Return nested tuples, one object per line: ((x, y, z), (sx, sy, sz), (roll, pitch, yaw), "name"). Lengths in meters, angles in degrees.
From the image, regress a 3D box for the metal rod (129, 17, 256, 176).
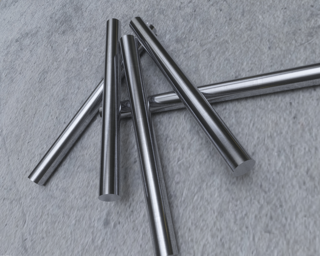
((0.023, -0.062, 0.395), (0.025, 0.025, 0.300), (-34, 51, 5), "metal rod")

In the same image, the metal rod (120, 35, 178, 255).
((-0.020, 0.002, 0.387), (0.025, 0.025, 0.299), (-20, 62, 16), "metal rod")

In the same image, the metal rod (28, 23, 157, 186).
((-0.098, -0.044, 0.480), (0.025, 0.025, 0.300), (25, 75, 36), "metal rod")

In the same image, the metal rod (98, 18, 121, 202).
((-0.067, -0.046, 0.432), (0.025, 0.025, 0.299), (-17, 55, 18), "metal rod")

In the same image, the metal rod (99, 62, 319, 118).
((0.054, -0.043, 0.400), (0.301, 0.025, 0.025), (-8, 58, 23), "metal rod")
